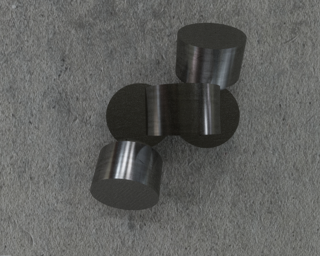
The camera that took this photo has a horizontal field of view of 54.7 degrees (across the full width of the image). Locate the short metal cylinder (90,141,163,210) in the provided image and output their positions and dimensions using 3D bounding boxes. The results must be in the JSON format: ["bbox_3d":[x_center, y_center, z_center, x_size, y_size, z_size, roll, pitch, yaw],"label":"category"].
[{"bbox_3d":[-0.039,0.060,0.376,0.081,0.080,0.050,7,51,-1],"label":"short metal cylinder"}]

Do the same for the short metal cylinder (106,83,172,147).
[{"bbox_3d":[-0.025,-0.014,0.398,0.081,0.050,0.079,0,90,-1],"label":"short metal cylinder"}]

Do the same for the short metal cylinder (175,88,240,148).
[{"bbox_3d":[0.056,-0.016,0.399,0.081,0.050,0.079,0,90,-1],"label":"short metal cylinder"}]

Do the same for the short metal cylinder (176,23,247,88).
[{"bbox_3d":[0.060,-0.090,0.377,0.081,0.080,0.050,1,128,-1],"label":"short metal cylinder"}]

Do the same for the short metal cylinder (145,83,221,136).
[{"bbox_3d":[0.025,-0.018,0.334,0.081,0.080,0.050,-1,90,-1],"label":"short metal cylinder"}]
